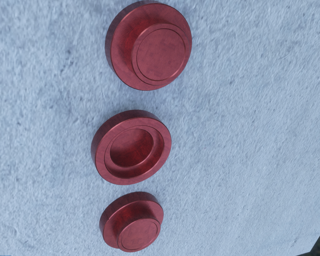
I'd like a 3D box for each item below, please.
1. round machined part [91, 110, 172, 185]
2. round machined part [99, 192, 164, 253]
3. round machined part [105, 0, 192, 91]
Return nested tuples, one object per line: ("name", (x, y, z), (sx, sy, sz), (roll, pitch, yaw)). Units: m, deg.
("round machined part", (-0.038, 0.020, 0.389), (0.099, 0.042, 0.097), (-14, 125, -21))
("round machined part", (-0.038, 0.148, 0.468), (0.099, 0.042, 0.097), (-14, 125, -21))
("round machined part", (-0.007, -0.085, 0.340), (0.099, 0.042, 0.097), (-14, 125, -21))
